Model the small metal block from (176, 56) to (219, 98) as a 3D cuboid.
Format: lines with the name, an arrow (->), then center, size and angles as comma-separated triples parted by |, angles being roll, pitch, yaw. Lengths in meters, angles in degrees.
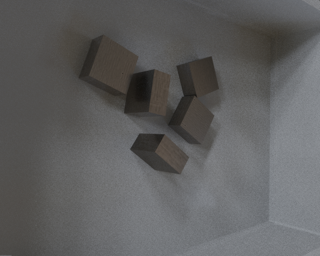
small metal block -> 0.056, -0.074, 0.453 | 0.050, 0.025, 0.050 | -25, 106, -37

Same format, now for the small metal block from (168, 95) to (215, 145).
small metal block -> 0.046, -0.011, 0.445 | 0.050, 0.025, 0.050 | 40, 66, -33

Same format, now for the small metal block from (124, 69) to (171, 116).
small metal block -> -0.016, -0.041, 0.377 | 0.025, 0.050, 0.050 | 13, 82, -40

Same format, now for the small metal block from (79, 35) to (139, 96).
small metal block -> -0.058, -0.070, 0.357 | 0.050, 0.025, 0.050 | 26, 74, -37

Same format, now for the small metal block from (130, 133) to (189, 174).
small metal block -> -0.001, 0.032, 0.390 | 0.050, 0.050, 0.025 | 44, 64, -31
